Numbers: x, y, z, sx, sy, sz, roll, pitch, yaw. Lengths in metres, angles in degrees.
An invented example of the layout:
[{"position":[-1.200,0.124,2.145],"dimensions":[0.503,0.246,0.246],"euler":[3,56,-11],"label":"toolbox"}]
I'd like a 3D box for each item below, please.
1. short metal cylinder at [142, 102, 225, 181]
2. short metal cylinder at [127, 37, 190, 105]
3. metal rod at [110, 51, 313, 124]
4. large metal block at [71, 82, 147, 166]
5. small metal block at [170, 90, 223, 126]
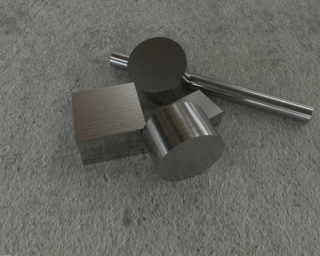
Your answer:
[{"position":[0.025,0.017,0.353],"dimensions":[0.081,0.080,0.050],"euler":[-16,52,-13],"label":"short metal cylinder"},{"position":[0.000,-0.078,0.432],"dimensions":[0.080,0.050,0.080],"euler":[-3,75,10],"label":"short metal cylinder"},{"position":[0.064,-0.064,0.456],"dimensions":[0.301,0.025,0.025],"euler":[19,53,15],"label":"metal rod"},{"position":[-0.064,-0.007,0.392],"dimensions":[0.081,0.050,0.080],"euler":[-11,51,-9],"label":"large metal block"},{"position":[0.048,-0.019,0.419],"dimensions":[0.050,0.025,0.050],"euler":[-27,55,-21],"label":"small metal block"}]
